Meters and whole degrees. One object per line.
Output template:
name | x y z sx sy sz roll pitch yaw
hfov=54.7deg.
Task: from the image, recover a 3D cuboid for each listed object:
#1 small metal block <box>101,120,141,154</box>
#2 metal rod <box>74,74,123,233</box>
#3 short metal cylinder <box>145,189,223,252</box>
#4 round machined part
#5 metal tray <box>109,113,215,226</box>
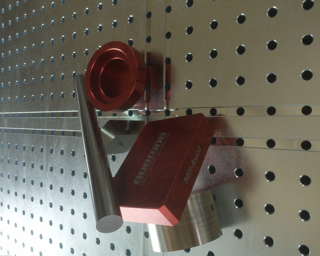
small metal block | -0.062 0.014 0.442 0.050 0.050 0.025 -43 64 31
metal rod | -0.089 0.005 0.401 0.025 0.025 0.300 -59 32 23
short metal cylinder | 0.025 0.103 0.351 0.080 0.081 0.050 -21 77 38
round machined part | -0.057 -0.069 0.438 0.098 0.042 0.097 -4 82 34
metal tray | 0.000 0.042 0.350 0.090 0.130 0.030 -9 129 39
